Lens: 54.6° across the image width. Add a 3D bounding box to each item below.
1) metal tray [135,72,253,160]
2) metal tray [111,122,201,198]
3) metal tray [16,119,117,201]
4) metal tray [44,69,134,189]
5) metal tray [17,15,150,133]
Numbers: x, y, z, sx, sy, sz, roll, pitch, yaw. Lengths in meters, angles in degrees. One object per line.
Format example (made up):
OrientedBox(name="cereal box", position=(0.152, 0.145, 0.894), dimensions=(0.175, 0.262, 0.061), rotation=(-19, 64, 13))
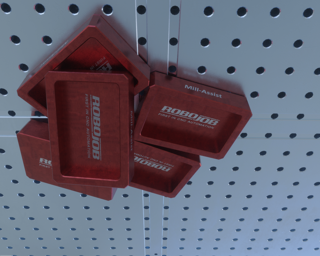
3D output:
OrientedBox(name="metal tray", position=(0.038, -0.012, 0.397), dimensions=(0.131, 0.030, 0.089), rotation=(14, 129, -12))
OrientedBox(name="metal tray", position=(-0.018, 0.050, 0.449), dimensions=(0.131, 0.030, 0.089), rotation=(20, 128, -16))
OrientedBox(name="metal tray", position=(-0.121, 0.045, 0.423), dimensions=(0.131, 0.030, 0.089), rotation=(14, 131, 6))
OrientedBox(name="metal tray", position=(-0.077, 0.001, 0.352), dimensions=(0.090, 0.030, 0.129), rotation=(3, 106, 6))
OrientedBox(name="metal tray", position=(-0.087, -0.054, 0.360), dimensions=(0.130, 0.030, 0.090), rotation=(-32, 123, 24))
